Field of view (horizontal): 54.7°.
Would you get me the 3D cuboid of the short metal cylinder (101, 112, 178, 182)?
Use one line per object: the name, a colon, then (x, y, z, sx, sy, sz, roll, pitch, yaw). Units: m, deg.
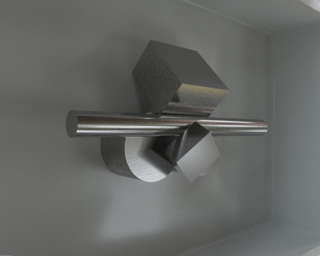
short metal cylinder: (-0.023, 0.021, 0.372, 0.081, 0.050, 0.079, 0, 90, -40)

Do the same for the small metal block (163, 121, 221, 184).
small metal block: (0.038, 0.029, 0.360, 0.050, 0.025, 0.050, -42, 137, -9)

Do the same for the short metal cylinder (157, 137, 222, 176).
short metal cylinder: (0.039, 0.023, 0.424, 0.081, 0.050, 0.079, 0, 90, -40)

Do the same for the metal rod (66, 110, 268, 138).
metal rod: (0.037, -0.002, 0.373, 0.302, 0.025, 0.025, 1, 90, -40)

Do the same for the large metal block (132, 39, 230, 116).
large metal block: (0.025, -0.058, 0.384, 0.081, 0.050, 0.080, 1, 46, -40)
